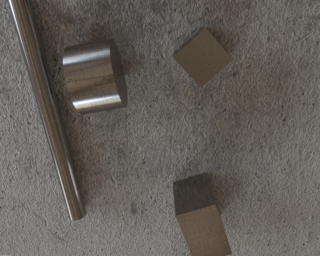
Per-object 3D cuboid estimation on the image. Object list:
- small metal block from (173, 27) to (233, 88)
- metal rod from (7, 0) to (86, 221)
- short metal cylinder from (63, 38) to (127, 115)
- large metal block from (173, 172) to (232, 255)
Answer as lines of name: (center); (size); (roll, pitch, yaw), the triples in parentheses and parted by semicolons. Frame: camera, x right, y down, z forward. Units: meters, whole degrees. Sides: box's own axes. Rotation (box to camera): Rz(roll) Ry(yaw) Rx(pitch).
small metal block: (0.051, -0.087, 0.379); (0.050, 0.025, 0.050); (-42, 105, 13)
metal rod: (-0.141, -0.010, 0.403); (0.025, 0.025, 0.298); (-7, 110, 2)
short metal cylinder: (-0.072, -0.059, 0.358); (0.050, 0.080, 0.079); (-10, 110, 3)
large metal block: (0.056, 0.121, 0.426); (0.050, 0.080, 0.080); (-18, 109, 6)
